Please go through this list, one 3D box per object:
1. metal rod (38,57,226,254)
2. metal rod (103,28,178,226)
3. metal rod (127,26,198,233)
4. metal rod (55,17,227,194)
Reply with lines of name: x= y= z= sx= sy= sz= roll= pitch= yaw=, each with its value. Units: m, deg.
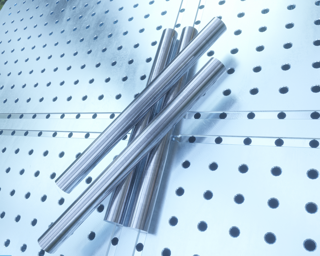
metal rod: x=-0.030 y=0.029 z=0.375 sx=0.300 sy=0.025 sz=0.025 roll=-46 pitch=51 yaw=-5
metal rod: x=-0.020 y=-0.018 z=0.431 sx=0.025 sy=0.025 sz=0.300 roll=1 pitch=62 yaw=29
metal rod: x=0.010 y=-0.016 z=0.414 sx=0.025 sy=0.025 sz=0.300 roll=1 pitch=62 yaw=29
metal rod: x=-0.022 y=-0.033 z=0.410 sx=0.300 sy=0.025 sz=0.025 roll=-46 pitch=51 yaw=-5
